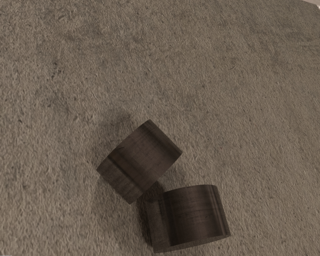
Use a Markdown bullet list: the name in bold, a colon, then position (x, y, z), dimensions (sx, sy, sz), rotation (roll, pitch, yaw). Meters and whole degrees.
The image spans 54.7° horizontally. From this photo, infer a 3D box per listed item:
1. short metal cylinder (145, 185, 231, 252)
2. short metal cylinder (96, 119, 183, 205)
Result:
- **short metal cylinder**: position (0.028, 0.097, 0.326), dimensions (0.081, 0.080, 0.050), rotation (2, 61, -28)
- **short metal cylinder**: position (-0.022, 0.036, 0.336), dimensions (0.050, 0.080, 0.080), rotation (46, 51, 3)
